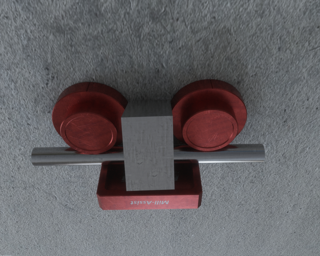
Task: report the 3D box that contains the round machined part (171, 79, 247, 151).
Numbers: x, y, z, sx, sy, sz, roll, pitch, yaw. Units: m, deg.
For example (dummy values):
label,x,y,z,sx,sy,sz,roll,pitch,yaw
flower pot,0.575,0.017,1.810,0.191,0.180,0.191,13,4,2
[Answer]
label,x,y,z,sx,sy,sz,roll,pitch,yaw
round machined part,0.060,-0.009,0.390,0.099,0.042,0.097,-1,130,0

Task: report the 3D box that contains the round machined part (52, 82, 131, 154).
label,x,y,z,sx,sy,sz,roll,pitch,yaw
round machined part,-0.086,-0.005,0.389,0.099,0.042,0.097,-1,130,0

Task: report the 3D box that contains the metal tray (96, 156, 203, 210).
label,x,y,z,sx,sy,sz,roll,pitch,yaw
metal tray,-0.013,0.064,0.420,0.131,0.090,0.030,-1,130,0

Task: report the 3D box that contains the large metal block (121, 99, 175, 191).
label,x,y,z,sx,sy,sz,roll,pitch,yaw
large metal block,-0.011,0.016,0.350,0.050,0.080,0.079,-2,107,0

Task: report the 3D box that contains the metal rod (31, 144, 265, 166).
label,x,y,z,sx,sy,sz,roll,pitch,yaw
metal rod,-0.015,0.036,0.412,0.302,0.025,0.025,-1,130,0
